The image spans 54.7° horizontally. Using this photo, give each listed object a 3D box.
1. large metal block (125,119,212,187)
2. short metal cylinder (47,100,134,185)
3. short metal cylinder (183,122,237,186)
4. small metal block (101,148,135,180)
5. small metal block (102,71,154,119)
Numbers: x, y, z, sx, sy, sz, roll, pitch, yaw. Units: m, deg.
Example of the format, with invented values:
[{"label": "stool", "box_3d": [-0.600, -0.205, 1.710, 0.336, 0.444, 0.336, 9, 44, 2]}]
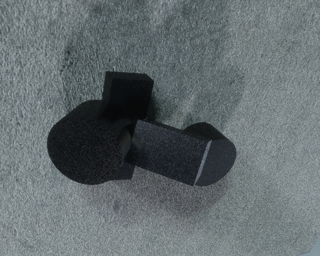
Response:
[{"label": "large metal block", "box_3d": [0.014, 0.027, 0.374, 0.080, 0.080, 0.050, 1, 107, -77]}, {"label": "short metal cylinder", "box_3d": [-0.073, 0.015, 0.339, 0.080, 0.050, 0.079, 4, 114, 9]}, {"label": "short metal cylinder", "box_3d": [0.063, 0.038, 0.452, 0.081, 0.050, 0.079, -14, 125, -21]}, {"label": "small metal block", "box_3d": [-0.059, 0.040, 0.402, 0.050, 0.025, 0.050, 3, 117, -30]}, {"label": "small metal block", "box_3d": [-0.039, -0.038, 0.364, 0.050, 0.025, 0.050, -1, 119, -28]}]
